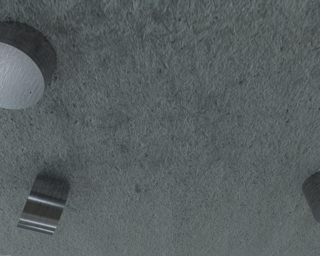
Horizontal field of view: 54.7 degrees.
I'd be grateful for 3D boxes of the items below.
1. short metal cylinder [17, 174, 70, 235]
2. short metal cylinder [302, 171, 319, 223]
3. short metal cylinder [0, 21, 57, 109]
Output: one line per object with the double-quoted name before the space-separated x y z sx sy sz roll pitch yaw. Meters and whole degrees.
"short metal cylinder" -0.174 0.115 0.467 0.050 0.080 0.080 21 127 -17
"short metal cylinder" 0.273 0.108 0.485 0.081 0.050 0.079 0 130 0
"short metal cylinder" -0.158 -0.067 0.332 0.081 0.050 0.079 0 130 0
